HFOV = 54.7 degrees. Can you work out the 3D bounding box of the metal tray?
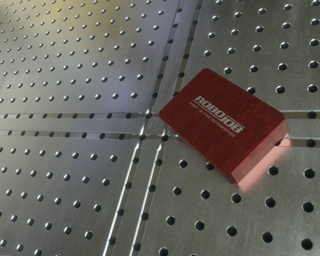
[{"bbox_3d":[0.071,-0.008,0.372,0.090,0.030,0.130,-45,51,-3],"label":"metal tray"}]
